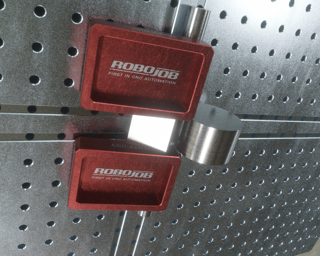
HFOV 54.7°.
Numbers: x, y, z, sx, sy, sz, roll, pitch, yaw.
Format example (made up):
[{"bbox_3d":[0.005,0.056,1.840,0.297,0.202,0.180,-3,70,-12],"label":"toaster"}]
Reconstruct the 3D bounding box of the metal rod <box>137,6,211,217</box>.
[{"bbox_3d":[0.011,-0.004,0.410,0.025,0.025,0.298,0,118,-29],"label":"metal rod"}]

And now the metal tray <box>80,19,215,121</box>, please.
[{"bbox_3d":[-0.016,-0.060,0.340,0.131,0.030,0.089,6,116,-18],"label":"metal tray"}]

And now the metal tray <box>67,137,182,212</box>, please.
[{"bbox_3d":[-0.047,0.062,0.399,0.131,0.030,0.089,6,116,-18],"label":"metal tray"}]

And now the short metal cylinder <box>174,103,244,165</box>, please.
[{"bbox_3d":[0.063,0.006,0.410,0.081,0.080,0.050,0,119,-29],"label":"short metal cylinder"}]

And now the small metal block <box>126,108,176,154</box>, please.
[{"bbox_3d":[-0.010,-0.001,0.386,0.050,0.025,0.050,15,114,-1],"label":"small metal block"}]
